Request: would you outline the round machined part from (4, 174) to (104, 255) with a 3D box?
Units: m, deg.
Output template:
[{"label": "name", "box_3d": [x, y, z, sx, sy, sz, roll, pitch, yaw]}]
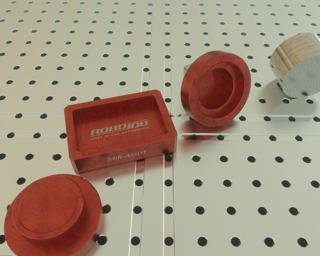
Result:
[{"label": "round machined part", "box_3d": [-0.110, 0.089, 0.320, 0.099, 0.042, 0.098, 0, 50, 0]}]

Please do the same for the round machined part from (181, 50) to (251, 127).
[{"label": "round machined part", "box_3d": [0.069, -0.054, 0.412, 0.099, 0.097, 0.042, -24, 31, -19]}]

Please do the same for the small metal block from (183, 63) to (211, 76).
[{"label": "small metal block", "box_3d": [0.062, -0.072, 0.452, 0.050, 0.050, 0.025, -24, 53, -19]}]

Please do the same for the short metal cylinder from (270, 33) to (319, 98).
[{"label": "short metal cylinder", "box_3d": [0.209, -0.090, 0.450, 0.081, 0.080, 0.050, -6, 51, -5]}]

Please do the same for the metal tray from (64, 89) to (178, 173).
[{"label": "metal tray", "box_3d": [-0.052, 0.000, 0.403, 0.131, 0.030, 0.090, -12, 51, -10]}]
